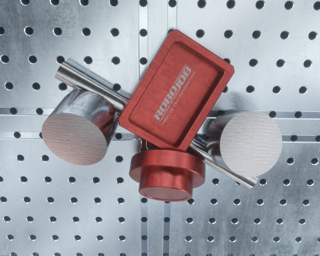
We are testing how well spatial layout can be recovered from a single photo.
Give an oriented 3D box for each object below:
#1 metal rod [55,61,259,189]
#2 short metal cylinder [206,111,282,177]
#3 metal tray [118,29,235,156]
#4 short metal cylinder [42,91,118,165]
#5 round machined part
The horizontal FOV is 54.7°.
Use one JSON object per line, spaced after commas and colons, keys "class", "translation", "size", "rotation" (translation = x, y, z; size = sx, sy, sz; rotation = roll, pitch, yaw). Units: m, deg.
{"class": "metal rod", "translation": [0.004, 0.001, 0.414], "size": [0.301, 0.025, 0.025], "rotation": [30, 107, -11]}
{"class": "short metal cylinder", "translation": [0.105, 0.018, 0.395], "size": [0.081, 0.050, 0.079], "rotation": [-1, 93, -11]}
{"class": "metal tray", "translation": [0.019, -0.040, 0.380], "size": [0.090, 0.030, 0.130], "rotation": [30, 94, -11]}
{"class": "short metal cylinder", "translation": [-0.097, 0.000, 0.387], "size": [0.080, 0.050, 0.079], "rotation": [6, 127, 8]}
{"class": "round machined part", "translation": [0.009, 0.066, 0.400], "size": [0.099, 0.042, 0.098], "rotation": [5, 153, 3]}
